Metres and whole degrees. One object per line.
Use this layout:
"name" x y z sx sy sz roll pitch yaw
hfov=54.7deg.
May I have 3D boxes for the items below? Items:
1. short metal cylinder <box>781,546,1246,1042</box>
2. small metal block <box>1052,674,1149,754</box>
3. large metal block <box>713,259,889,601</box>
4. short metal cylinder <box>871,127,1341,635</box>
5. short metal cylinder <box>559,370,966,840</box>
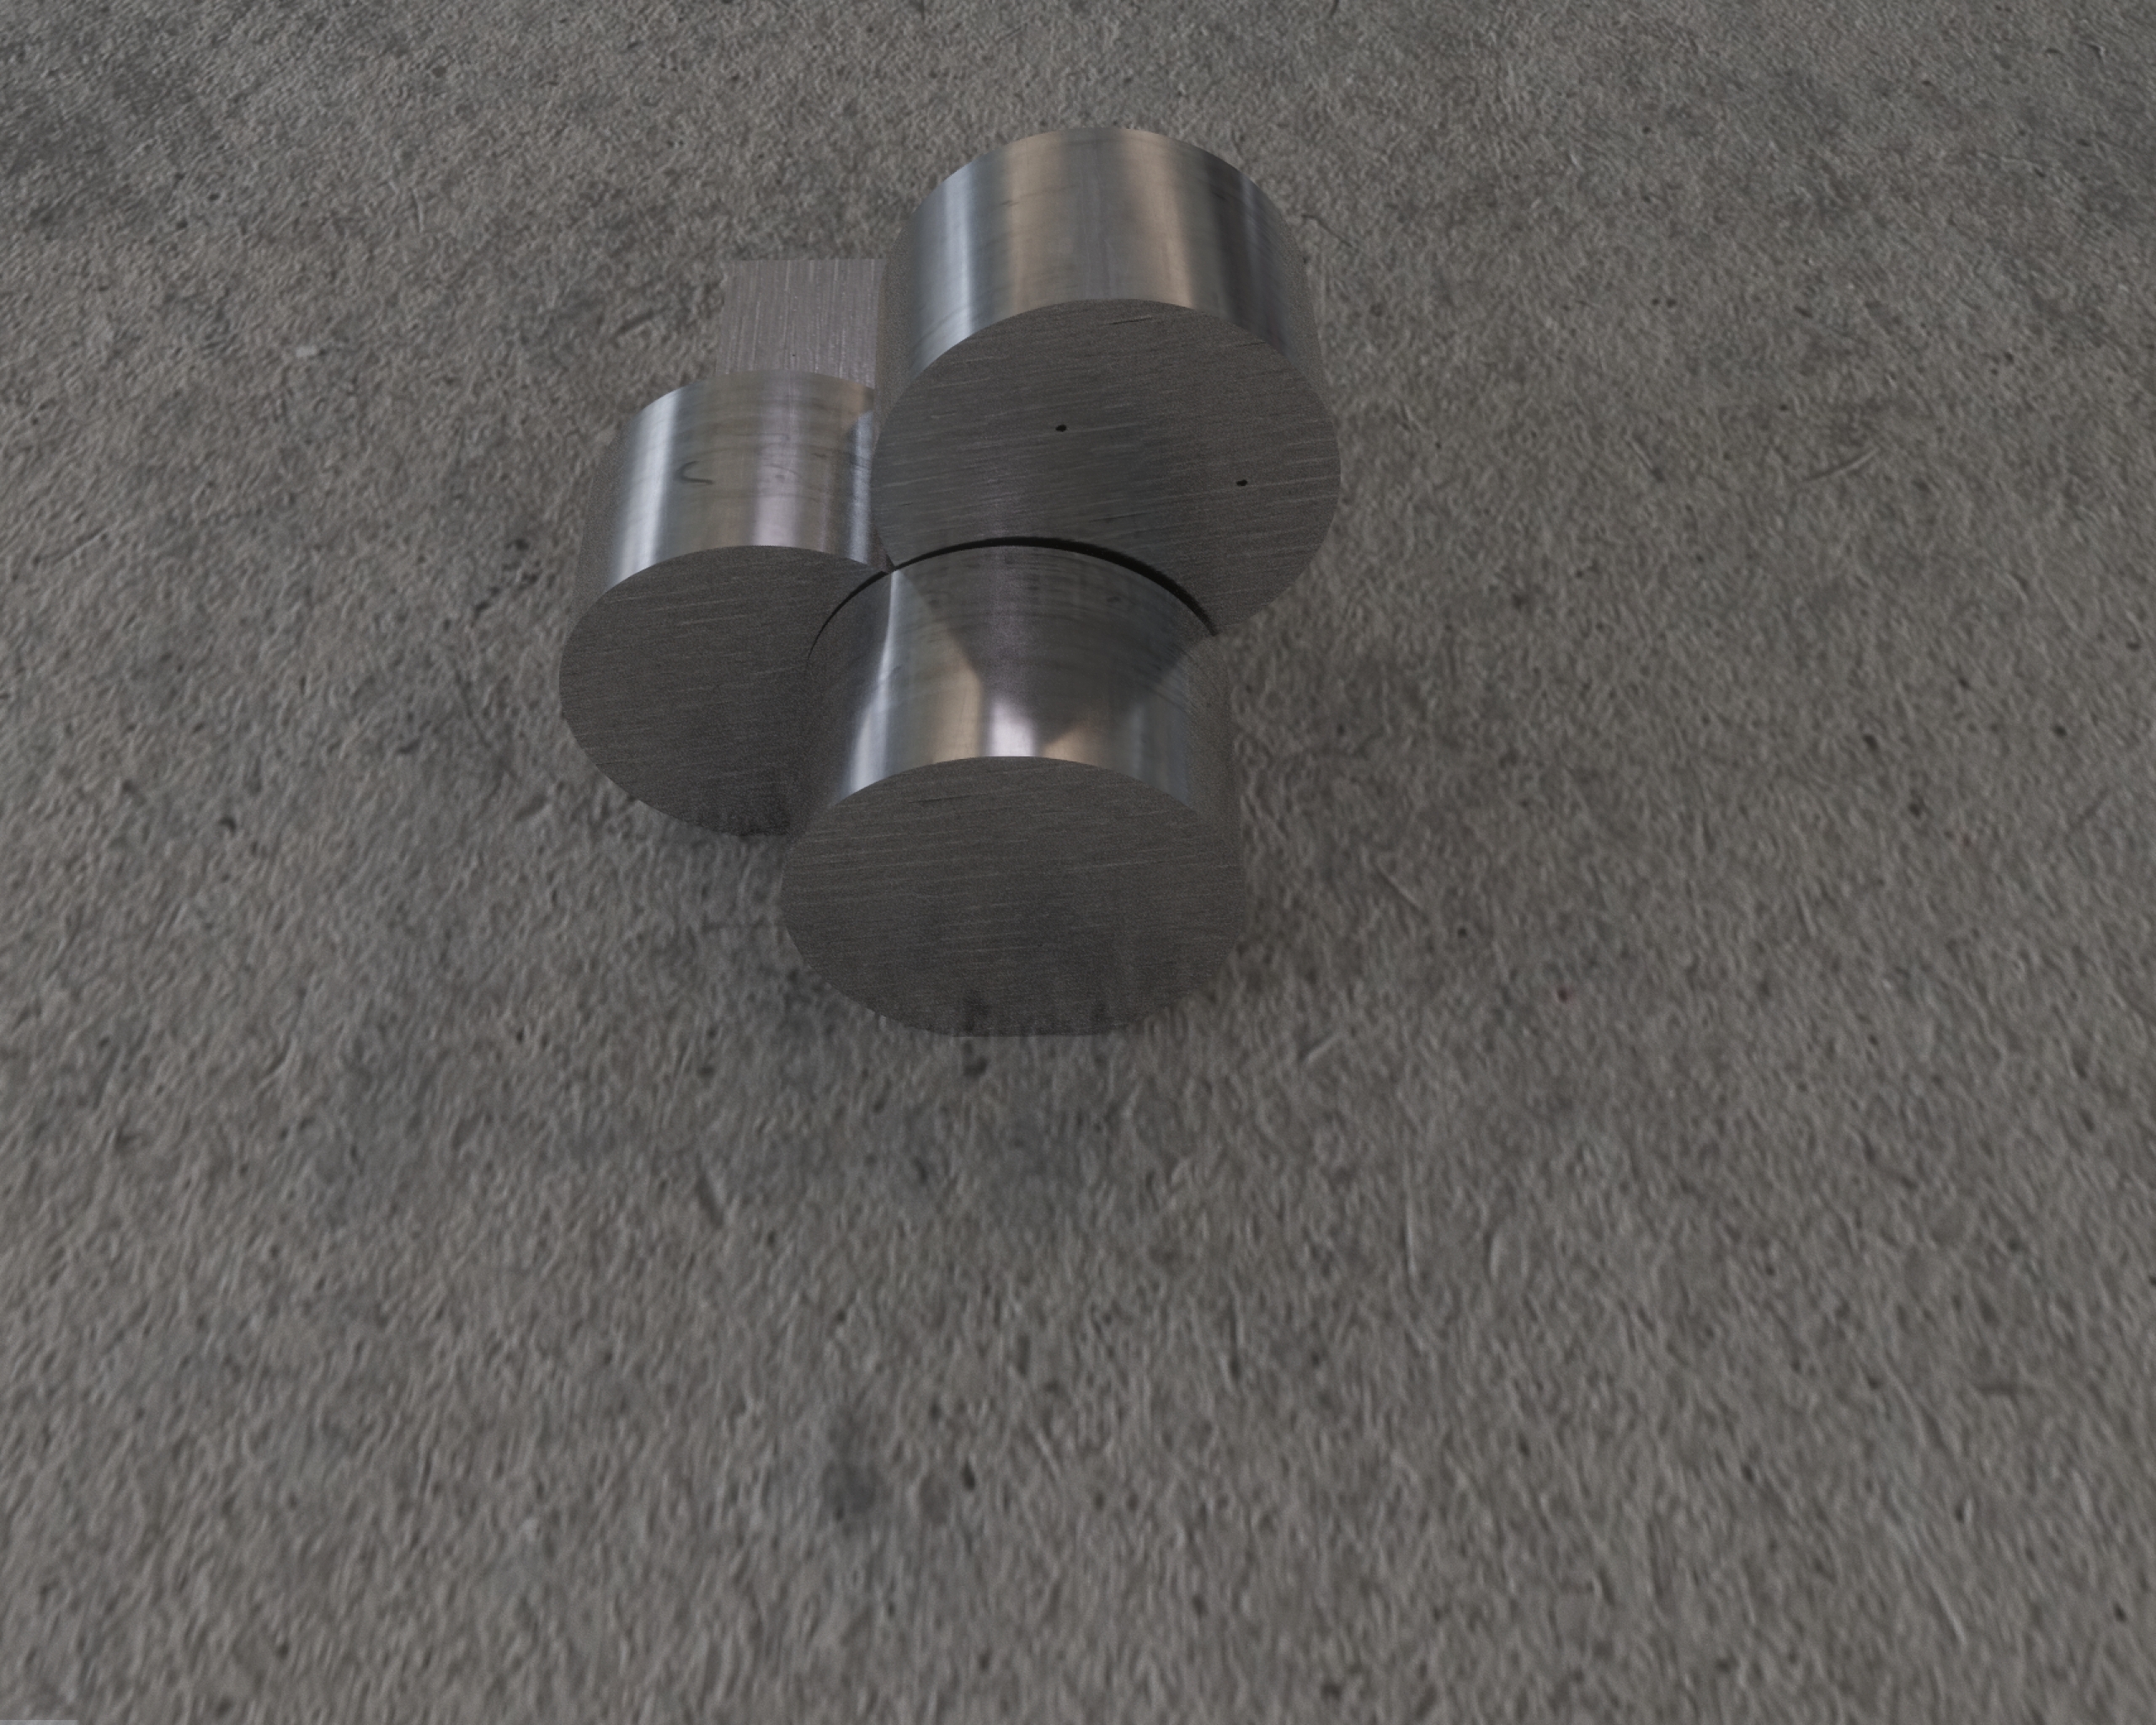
"short metal cylinder" -0.011 -0.011 0.379 0.081 0.080 0.050 0 50 0
"small metal block" 0.008 -0.039 0.424 0.025 0.050 0.050 1 50 1
"large metal block" -0.037 -0.090 0.465 0.081 0.050 0.080 -1 50 -1
"short metal cylinder" 0.004 -0.082 0.374 0.081 0.080 0.050 -2 50 -2
"short metal cylinder" -0.058 -0.049 0.411 0.081 0.080 0.050 -2 50 -2
